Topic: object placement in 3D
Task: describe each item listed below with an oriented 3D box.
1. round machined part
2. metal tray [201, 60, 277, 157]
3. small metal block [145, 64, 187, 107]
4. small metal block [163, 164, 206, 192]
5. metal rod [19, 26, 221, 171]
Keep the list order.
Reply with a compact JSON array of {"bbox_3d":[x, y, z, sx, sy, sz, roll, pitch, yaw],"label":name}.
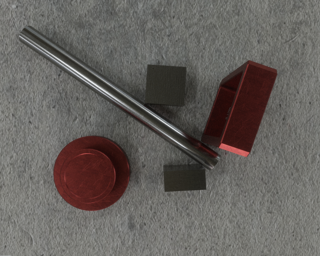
[{"bbox_3d":[-0.089,0.059,0.400,0.099,0.042,0.097,0,90,-1],"label":"round machined part"},{"bbox_3d":[0.084,-0.019,0.359,0.030,0.130,0.090,19,90,-1],"label":"metal tray"},{"bbox_3d":[0.007,-0.055,0.410,0.050,0.025,0.050,4,90,-1],"label":"small metal block"},{"bbox_3d":[0.030,0.063,0.398,0.050,0.050,0.025,-3,91,0],"label":"small metal block"},{"bbox_3d":[-0.052,-0.039,0.407,0.301,0.025,0.025,34,90,0],"label":"metal rod"}]
